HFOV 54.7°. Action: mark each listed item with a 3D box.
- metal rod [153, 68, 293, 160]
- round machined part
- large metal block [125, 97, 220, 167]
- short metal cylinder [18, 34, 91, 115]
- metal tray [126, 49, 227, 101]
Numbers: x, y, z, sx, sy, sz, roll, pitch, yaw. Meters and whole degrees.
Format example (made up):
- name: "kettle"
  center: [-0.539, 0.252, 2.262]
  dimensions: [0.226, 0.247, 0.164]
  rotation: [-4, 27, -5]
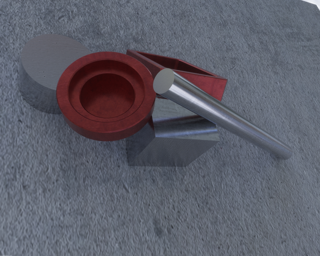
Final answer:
- name: "metal rod"
  center: [0.101, -0.002, 0.387]
  dimensions: [0.301, 0.025, 0.025]
  rotation: [23, 49, -45]
- name: "round machined part"
  center: [-0.055, -0.030, 0.327]
  dimensions: [0.099, 0.042, 0.098]
  rotation: [3, 62, -5]
- name: "large metal block"
  center: [0.011, 0.009, 0.372]
  dimensions: [0.081, 0.080, 0.050]
  rotation: [4, 60, -26]
- name: "short metal cylinder"
  center: [-0.121, -0.062, 0.363]
  dimensions: [0.081, 0.050, 0.080]
  rotation: [14, 56, -21]
- name: "metal tray"
  center: [0.014, -0.070, 0.406]
  dimensions: [0.091, 0.030, 0.130]
  rotation: [4, 20, -26]
